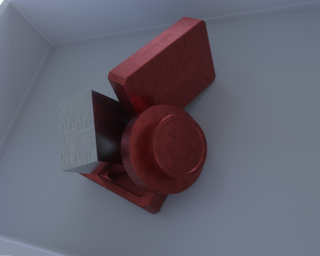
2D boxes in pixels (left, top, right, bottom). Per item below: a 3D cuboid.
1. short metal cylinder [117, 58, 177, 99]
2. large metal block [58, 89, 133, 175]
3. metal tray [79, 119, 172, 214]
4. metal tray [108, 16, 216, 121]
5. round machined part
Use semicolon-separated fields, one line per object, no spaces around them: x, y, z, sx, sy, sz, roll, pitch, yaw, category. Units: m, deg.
-0.014;-0.067;0.416;0.080;0.050;0.080;-24;28;14;short metal cylinder
-0.071;0.010;0.368;0.050;0.080;0.080;-17;71;25;large metal block
-0.039;0.040;0.394;0.130;0.030;0.090;19;71;35;metal tray
0.009;-0.062;0.374;0.131;0.090;0.030;-42;46;-21;metal tray
0.011;0.021;0.332;0.042;0.098;0.098;-17;49;56;round machined part
